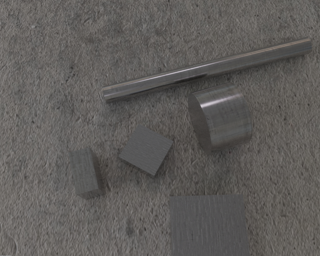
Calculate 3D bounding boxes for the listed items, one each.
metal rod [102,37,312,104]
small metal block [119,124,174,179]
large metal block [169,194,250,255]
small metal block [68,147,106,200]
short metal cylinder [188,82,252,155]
[{"bbox_3d":[0.069,-0.083,0.438,0.302,0.025,0.025,-15,71,-6],"label":"metal rod"},{"bbox_3d":[-0.017,0.030,0.397,0.050,0.025,0.050,27,72,9],"label":"small metal block"},{"bbox_3d":[0.052,0.120,0.351,0.081,0.050,0.080,-1,70,-1],"label":"large metal block"},{"bbox_3d":[-0.087,0.056,0.374,0.025,0.050,0.050,-15,71,-5],"label":"small metal block"},{"bbox_3d":[0.072,-0.012,0.384,0.050,0.080,0.080,-17,71,-6],"label":"short metal cylinder"}]
